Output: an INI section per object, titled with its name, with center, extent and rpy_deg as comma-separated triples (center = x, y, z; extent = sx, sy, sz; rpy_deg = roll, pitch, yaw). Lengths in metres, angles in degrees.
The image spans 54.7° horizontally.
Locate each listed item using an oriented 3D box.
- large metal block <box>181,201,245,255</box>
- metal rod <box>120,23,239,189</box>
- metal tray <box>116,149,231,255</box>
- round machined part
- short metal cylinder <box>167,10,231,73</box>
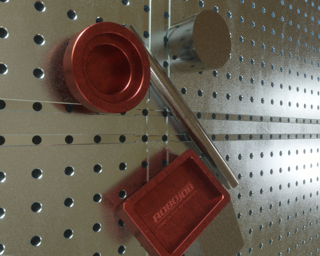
[large metal block]
center = 0.072, 0.159, 0.456
extent = 0.081, 0.050, 0.080
rpy_deg = -31, 110, -36
[metal rod]
center = 0.037, -0.014, 0.442
extent = 0.300, 0.025, 0.025
rpy_deg = 52, 59, -28
[metal tray]
center = 0.021, 0.098, 0.400
extent = 0.131, 0.030, 0.090
rpy_deg = -36, 84, -34
[round machined part]
center = -0.062, -0.065, 0.348
extent = 0.099, 0.042, 0.097
rpy_deg = 0, 90, -40
[short metal cylinder]
center = 0.056, -0.121, 0.442
extent = 0.081, 0.050, 0.079
rpy_deg = 0, 90, -40
